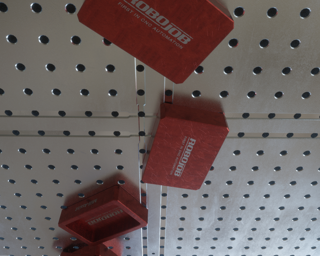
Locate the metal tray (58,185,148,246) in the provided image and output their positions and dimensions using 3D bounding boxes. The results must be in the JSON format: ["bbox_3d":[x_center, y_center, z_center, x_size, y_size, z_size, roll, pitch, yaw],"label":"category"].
[{"bbox_3d":[-0.098,0.156,0.539,0.130,0.030,0.090,-27,126,21],"label":"metal tray"}]

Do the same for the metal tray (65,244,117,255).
[{"bbox_3d":[-0.158,0.292,0.642,0.130,0.030,0.090,-27,126,9],"label":"metal tray"}]

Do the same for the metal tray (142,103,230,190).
[{"bbox_3d":[0.031,0.031,0.436,0.091,0.030,0.129,10,130,-9],"label":"metal tray"}]

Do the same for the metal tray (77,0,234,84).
[{"bbox_3d":[-0.003,-0.113,0.312,0.131,0.030,0.090,29,124,-23],"label":"metal tray"}]

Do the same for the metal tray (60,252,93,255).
[{"bbox_3d":[-0.135,0.288,0.623,0.130,0.030,0.090,-9,133,34],"label":"metal tray"}]
